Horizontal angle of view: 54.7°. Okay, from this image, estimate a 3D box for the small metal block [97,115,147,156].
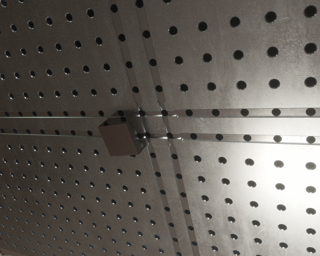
[{"bbox_3d":[-0.054,0.012,0.446,0.050,0.025,0.050,-6,115,30],"label":"small metal block"}]
